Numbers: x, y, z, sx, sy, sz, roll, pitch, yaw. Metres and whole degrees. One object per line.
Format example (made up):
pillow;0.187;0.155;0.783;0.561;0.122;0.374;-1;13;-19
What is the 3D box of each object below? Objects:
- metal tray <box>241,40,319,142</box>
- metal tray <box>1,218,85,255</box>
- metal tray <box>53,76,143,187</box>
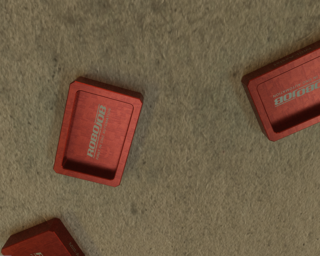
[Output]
metal tray;0.181;-0.049;0.391;0.130;0.030;0.090;-25;109;8
metal tray;-0.169;0.212;0.483;0.090;0.030;0.129;-23;109;8
metal tray;-0.081;0.007;0.408;0.091;0.030;0.129;15;109;-6
